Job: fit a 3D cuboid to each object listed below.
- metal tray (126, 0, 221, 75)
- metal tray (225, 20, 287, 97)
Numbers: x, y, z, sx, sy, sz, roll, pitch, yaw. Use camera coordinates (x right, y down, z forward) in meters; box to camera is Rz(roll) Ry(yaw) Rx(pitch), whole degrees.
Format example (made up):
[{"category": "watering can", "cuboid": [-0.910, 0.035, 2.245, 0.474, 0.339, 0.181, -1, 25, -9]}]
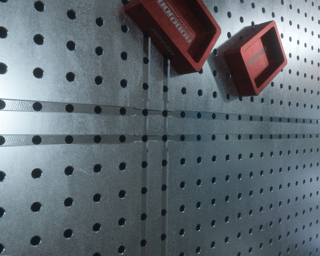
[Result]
[{"category": "metal tray", "cuboid": [0.025, -0.149, 0.428, 0.130, 0.030, 0.090, 44, 63, -31]}, {"category": "metal tray", "cuboid": [0.177, -0.126, 0.557, 0.131, 0.030, 0.090, -41, 115, -32]}]
